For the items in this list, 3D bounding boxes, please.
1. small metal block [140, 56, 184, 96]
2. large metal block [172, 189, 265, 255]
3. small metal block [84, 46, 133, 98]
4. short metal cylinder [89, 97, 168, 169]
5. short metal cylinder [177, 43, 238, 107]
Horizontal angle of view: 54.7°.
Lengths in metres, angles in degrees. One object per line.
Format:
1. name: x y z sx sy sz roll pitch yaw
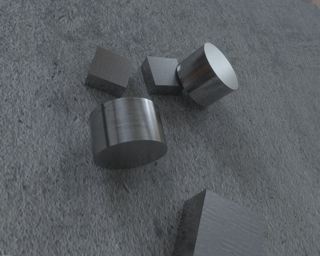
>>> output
1. small metal block: 0.004 -0.076 0.454 0.050 0.025 0.050 -2 63 -30
2. large metal block: 0.066 0.127 0.347 0.080 0.050 0.080 28 52 -11
3. small metal block: -0.068 -0.074 0.414 0.050 0.025 0.050 20 54 -17
4. short metal cylinder: -0.036 0.008 0.345 0.081 0.080 0.050 2 61 -28
5. short metal cylinder: 0.071 -0.078 0.460 0.080 0.050 0.080 33 40 -33
